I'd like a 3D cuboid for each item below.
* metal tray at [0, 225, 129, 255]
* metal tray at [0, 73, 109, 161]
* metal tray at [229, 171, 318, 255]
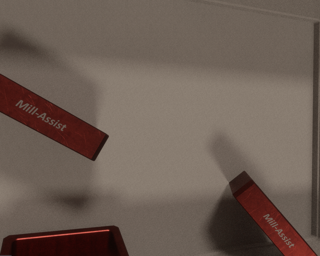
[{"bbox_3d":[-0.102,0.149,0.336,0.131,0.090,0.030,1,106,-20],"label":"metal tray"},{"bbox_3d":[-0.125,-0.012,0.329,0.130,0.090,0.030,31,80,-18],"label":"metal tray"},{"bbox_3d":[0.148,0.121,0.410,0.030,0.090,0.130,-41,84,7],"label":"metal tray"}]
